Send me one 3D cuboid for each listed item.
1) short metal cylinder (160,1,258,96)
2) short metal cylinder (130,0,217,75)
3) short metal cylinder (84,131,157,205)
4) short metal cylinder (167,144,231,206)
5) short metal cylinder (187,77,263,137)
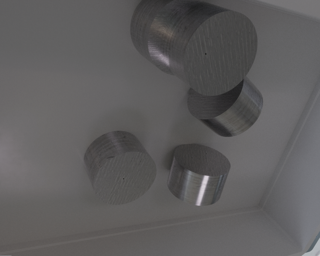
[{"bbox_3d":[0.047,-0.078,0.305,0.081,0.050,0.079,-14,125,-21],"label":"short metal cylinder"},{"bbox_3d":[0.014,-0.103,0.336,0.081,0.050,0.079,-14,124,-21],"label":"short metal cylinder"},{"bbox_3d":[-0.051,0.050,0.395,0.081,0.050,0.079,-14,124,-21],"label":"short metal cylinder"},{"bbox_3d":[0.054,0.065,0.443,0.081,0.080,0.050,-3,120,-27],"label":"short metal cylinder"},{"bbox_3d":[0.082,-0.035,0.396,0.050,0.080,0.080,34,99,-39],"label":"short metal cylinder"}]
